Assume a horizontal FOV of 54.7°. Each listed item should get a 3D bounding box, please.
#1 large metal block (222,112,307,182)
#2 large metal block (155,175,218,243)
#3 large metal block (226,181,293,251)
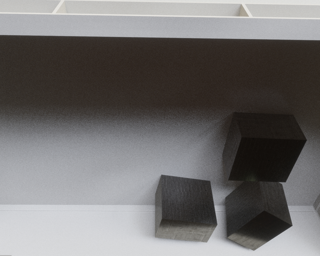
[{"bbox_3d":[0.136,0.027,0.418,0.081,0.050,0.079,2,130,-3],"label":"large metal block"},{"bbox_3d":[0.037,0.124,0.479,0.081,0.080,0.050,9,130,-8],"label":"large metal block"},{"bbox_3d":[0.148,0.127,0.479,0.050,0.080,0.080,30,124,-12],"label":"large metal block"}]
